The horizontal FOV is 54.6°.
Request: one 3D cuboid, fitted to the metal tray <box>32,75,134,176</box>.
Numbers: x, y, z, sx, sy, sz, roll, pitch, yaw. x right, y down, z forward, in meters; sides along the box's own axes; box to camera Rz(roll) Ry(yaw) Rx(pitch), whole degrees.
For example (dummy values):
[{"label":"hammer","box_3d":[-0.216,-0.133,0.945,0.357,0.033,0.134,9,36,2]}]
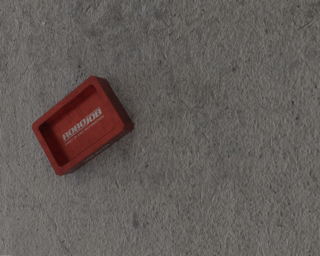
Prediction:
[{"label":"metal tray","box_3d":[-0.113,-0.002,0.446,0.130,0.030,0.090,-35,79,16]}]
